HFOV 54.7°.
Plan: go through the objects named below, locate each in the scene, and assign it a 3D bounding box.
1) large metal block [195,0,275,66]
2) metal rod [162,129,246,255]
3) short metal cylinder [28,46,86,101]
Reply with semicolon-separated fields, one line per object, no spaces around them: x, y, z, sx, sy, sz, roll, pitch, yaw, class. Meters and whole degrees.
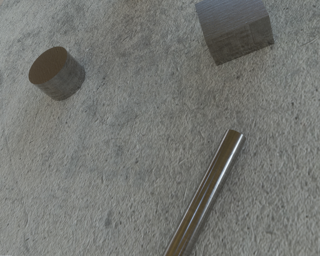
0.100;-0.143;0.423;0.080;0.050;0.080;-19;54;16;large metal block
0.014;0.133;0.314;0.025;0.025;0.300;19;72;35;metal rod
-0.178;-0.094;0.539;0.080;0.050;0.080;-13;56;21;short metal cylinder
